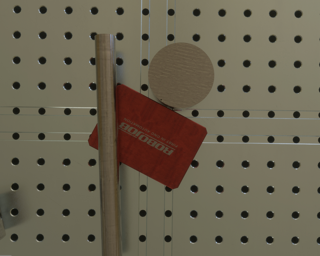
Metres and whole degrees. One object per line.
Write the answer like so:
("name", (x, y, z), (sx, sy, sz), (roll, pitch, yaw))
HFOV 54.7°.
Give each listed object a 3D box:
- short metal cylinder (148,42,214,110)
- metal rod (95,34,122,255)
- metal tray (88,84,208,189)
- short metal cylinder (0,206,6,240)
("short metal cylinder", (0.026, -0.064, 0.401), (0.081, 0.050, 0.079), (0, 90, 0))
("metal rod", (-0.063, 0.036, 0.382), (0.025, 0.025, 0.298), (-2, 90, 0))
("metal tray", (-0.016, 0.011, 0.411), (0.130, 0.030, 0.090), (28, 90, 0))
("short metal cylinder", (-0.240, 0.121, 0.384), (0.080, 0.080, 0.050), (-12, 90, 0))
